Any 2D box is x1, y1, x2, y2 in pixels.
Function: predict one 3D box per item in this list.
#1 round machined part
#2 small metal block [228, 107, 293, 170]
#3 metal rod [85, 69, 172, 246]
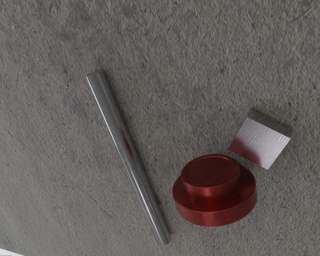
[{"bbox_3d":[0.062,0.066,0.368,0.098,0.098,0.042,0,118,28],"label":"round machined part"},{"bbox_3d":[0.114,0.012,0.354,0.050,0.025,0.050,28,128,10],"label":"small metal block"},{"bbox_3d":[-0.040,0.058,0.463,0.025,0.025,0.298,-6,116,31],"label":"metal rod"}]
